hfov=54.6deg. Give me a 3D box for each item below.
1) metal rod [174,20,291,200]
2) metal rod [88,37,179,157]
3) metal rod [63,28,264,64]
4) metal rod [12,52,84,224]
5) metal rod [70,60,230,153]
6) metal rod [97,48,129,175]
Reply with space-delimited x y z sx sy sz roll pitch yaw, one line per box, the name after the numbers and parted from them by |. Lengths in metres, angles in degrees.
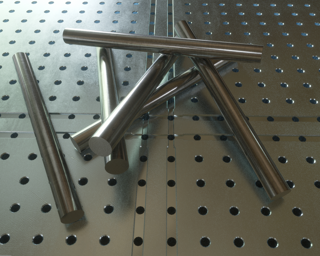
0.084 -0.044 0.422 0.025 0.025 0.299 -15 59 -13 | metal rod
-0.012 -0.065 0.419 0.025 0.025 0.301 15 38 12 | metal rod
-0.007 -0.122 0.454 0.301 0.025 0.025 10 51 17 | metal rod
-0.159 -0.009 0.414 0.025 0.025 0.300 -21 53 -17 | metal rod
0.009 -0.053 0.452 0.302 0.025 0.025 -33 57 -25 | metal rod
-0.072 -0.059 0.431 0.025 0.025 0.300 -8 43 -7 | metal rod
